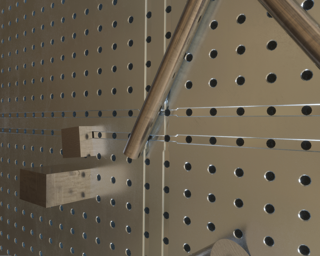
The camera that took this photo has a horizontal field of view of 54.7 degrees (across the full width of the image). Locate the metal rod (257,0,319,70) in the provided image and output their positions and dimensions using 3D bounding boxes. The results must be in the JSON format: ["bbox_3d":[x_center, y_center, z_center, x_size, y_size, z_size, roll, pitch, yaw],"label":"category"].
[{"bbox_3d":[0.152,-0.067,0.282,0.025,0.025,0.299,-44,64,31],"label":"metal rod"}]

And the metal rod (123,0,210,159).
[{"bbox_3d":[0.018,-0.091,0.392,0.025,0.025,0.298,37,113,33],"label":"metal rod"}]

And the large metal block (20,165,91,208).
[{"bbox_3d":[-0.173,0.092,0.513,0.080,0.081,0.050,2,91,39],"label":"large metal block"}]

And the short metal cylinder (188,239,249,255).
[{"bbox_3d":[0.063,0.164,0.321,0.050,0.081,0.080,-42,65,32],"label":"short metal cylinder"}]

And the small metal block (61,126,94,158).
[{"bbox_3d":[-0.140,0.024,0.522,0.050,0.025,0.050,-7,85,39],"label":"small metal block"}]
